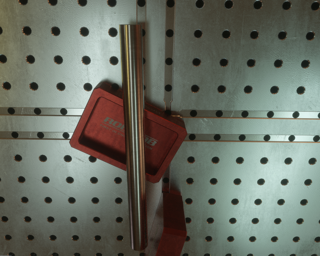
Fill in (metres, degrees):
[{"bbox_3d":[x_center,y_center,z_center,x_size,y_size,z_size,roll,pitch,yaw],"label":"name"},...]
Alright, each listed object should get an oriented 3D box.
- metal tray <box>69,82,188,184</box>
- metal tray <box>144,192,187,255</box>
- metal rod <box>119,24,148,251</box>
[{"bbox_3d":[-0.041,0.008,0.413,0.131,0.030,0.089,26,108,-10],"label":"metal tray"},{"bbox_3d":[0.003,0.170,0.441,0.030,0.090,0.129,13,110,-5],"label":"metal tray"},{"bbox_3d":[-0.031,0.027,0.390,0.025,0.025,0.298,-1,110,0],"label":"metal rod"}]
